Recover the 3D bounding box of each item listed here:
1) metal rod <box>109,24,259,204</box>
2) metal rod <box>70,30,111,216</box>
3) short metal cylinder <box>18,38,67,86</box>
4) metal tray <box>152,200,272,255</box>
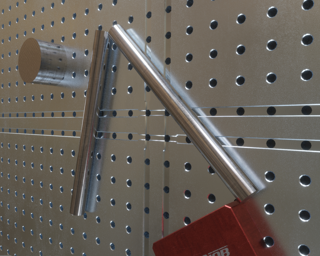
[{"bbox_3d":[0.015,-0.035,0.395,0.025,0.025,0.300,-51,60,27],"label":"metal rod"},{"bbox_3d":[-0.113,-0.003,0.499,0.025,0.025,0.298,17,100,38],"label":"metal rod"},{"bbox_3d":[-0.216,-0.120,0.568,0.080,0.050,0.079,0,90,39],"label":"short metal cylinder"},{"bbox_3d":[0.058,0.152,0.357,0.129,0.030,0.090,-40,66,32],"label":"metal tray"}]
